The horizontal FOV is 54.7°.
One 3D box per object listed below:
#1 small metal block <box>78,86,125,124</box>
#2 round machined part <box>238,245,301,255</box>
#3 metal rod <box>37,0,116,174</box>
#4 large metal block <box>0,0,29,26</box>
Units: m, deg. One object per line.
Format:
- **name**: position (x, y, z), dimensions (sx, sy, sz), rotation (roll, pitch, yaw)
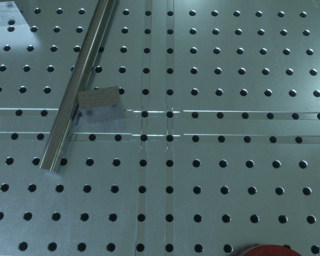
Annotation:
- **small metal block**: position (-0.076, -0.029, 0.408), dimensions (0.050, 0.050, 0.025), rotation (-10, 71, -4)
- **round machined part**: position (0.121, 0.179, 0.338), dimensions (0.099, 0.042, 0.098), rotation (0, 70, 0)
- **metal rod**: position (-0.110, -0.083, 0.441), dimensions (0.025, 0.025, 0.299), rotation (12, 70, 4)
- **large metal block**: position (-0.251, -0.204, 0.471), dimensions (0.081, 0.050, 0.080), rotation (-6, 70, -2)
